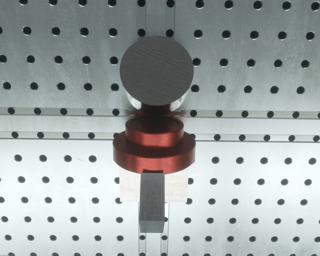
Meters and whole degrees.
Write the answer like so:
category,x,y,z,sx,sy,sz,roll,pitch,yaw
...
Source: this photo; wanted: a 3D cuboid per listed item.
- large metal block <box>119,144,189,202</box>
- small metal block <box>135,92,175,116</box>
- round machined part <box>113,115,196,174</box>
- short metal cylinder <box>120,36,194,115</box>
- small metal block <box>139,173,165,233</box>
category,x,y,z,sx,sy,sz,roll,pitch,yaw
large metal block,-0.008,0.052,0.402,0.081,0.080,0.050,1,110,-1
small metal block,-0.007,-0.025,0.403,0.050,0.025,0.050,1,110,-1
round machined part,-0.006,0.014,0.368,0.099,0.098,0.042,1,110,-1
short metal cylinder,-0.004,-0.059,0.360,0.081,0.050,0.080,0,80,-1
small metal block,-0.008,0.082,0.333,0.025,0.050,0.050,1,148,-1
